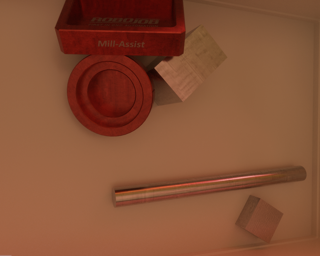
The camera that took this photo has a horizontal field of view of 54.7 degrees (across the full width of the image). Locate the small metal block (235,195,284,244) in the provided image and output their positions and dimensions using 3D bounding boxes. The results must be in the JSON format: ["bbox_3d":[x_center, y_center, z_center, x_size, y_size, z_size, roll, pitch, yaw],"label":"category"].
[{"bbox_3d":[0.150,0.137,0.468,0.050,0.025,0.050,34,79,-17],"label":"small metal block"}]

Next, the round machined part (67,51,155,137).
[{"bbox_3d":[-0.055,-0.042,0.367,0.099,0.042,0.097,1,107,5],"label":"round machined part"}]

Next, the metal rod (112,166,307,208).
[{"bbox_3d":[0.083,0.080,0.442,0.303,0.025,0.025,-3,91,-21],"label":"metal rod"}]

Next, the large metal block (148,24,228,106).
[{"bbox_3d":[0.023,-0.075,0.391,0.080,0.080,0.050,-45,105,-15],"label":"large metal block"}]

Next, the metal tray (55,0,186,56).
[{"bbox_3d":[-0.040,-0.120,0.346,0.131,0.030,0.090,1,50,-1],"label":"metal tray"}]
